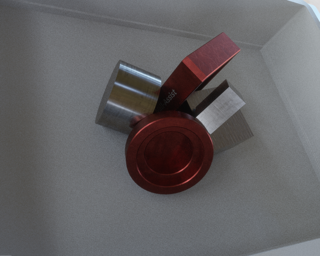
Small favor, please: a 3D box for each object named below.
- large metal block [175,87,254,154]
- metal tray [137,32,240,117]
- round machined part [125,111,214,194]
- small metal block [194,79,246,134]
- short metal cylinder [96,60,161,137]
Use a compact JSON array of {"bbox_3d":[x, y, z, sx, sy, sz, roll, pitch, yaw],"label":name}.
[{"bbox_3d":[0.066,-0.006,0.419,0.081,0.050,0.080,-15,74,-34],"label":"large metal block"},{"bbox_3d":[0.032,-0.053,0.387,0.030,0.129,0.091,47,51,3],"label":"metal tray"},{"bbox_3d":[0.009,0.025,0.360,0.099,0.097,0.042,19,19,-18],"label":"round machined part"},{"bbox_3d":[0.067,-0.026,0.354,0.025,0.050,0.050,44,19,-7],"label":"small metal block"},{"bbox_3d":[-0.039,-0.034,0.369,0.050,0.080,0.080,21,54,-17],"label":"short metal cylinder"}]
